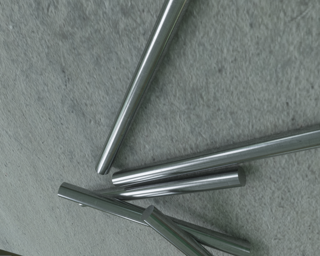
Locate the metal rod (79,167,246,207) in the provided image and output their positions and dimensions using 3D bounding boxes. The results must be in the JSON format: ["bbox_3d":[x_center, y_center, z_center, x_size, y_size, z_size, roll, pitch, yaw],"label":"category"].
[{"bbox_3d":[-0.017,0.095,0.472,0.300,0.025,0.025,-16,110,34],"label":"metal rod"}]

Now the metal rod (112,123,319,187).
[{"bbox_3d":[0.051,0.044,0.405,0.300,0.025,0.025,-17,109,34],"label":"metal rod"}]

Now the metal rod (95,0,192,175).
[{"bbox_3d":[-0.034,-0.037,0.399,0.025,0.025,0.298,34,129,5],"label":"metal rod"}]

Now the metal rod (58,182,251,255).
[{"bbox_3d":[-0.015,0.139,0.475,0.301,0.025,0.025,16,125,10],"label":"metal rod"}]

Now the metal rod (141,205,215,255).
[{"bbox_3d":[0.090,0.213,0.458,0.300,0.025,0.025,43,130,-15],"label":"metal rod"}]
